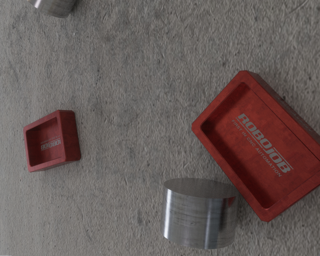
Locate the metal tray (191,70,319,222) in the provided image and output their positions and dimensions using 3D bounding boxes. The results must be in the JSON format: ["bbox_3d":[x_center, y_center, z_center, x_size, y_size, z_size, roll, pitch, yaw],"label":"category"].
[{"bbox_3d":[0.102,0.016,0.317,0.090,0.030,0.130,-50,61,28],"label":"metal tray"}]

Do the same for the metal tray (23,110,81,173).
[{"bbox_3d":[-0.201,0.027,0.567,0.130,0.030,0.090,-18,79,38],"label":"metal tray"}]

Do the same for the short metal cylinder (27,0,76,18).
[{"bbox_3d":[-0.180,-0.230,0.518,0.050,0.081,0.080,-50,61,28],"label":"short metal cylinder"}]

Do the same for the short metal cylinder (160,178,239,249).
[{"bbox_3d":[0.042,0.088,0.334,0.080,0.081,0.050,8,95,39],"label":"short metal cylinder"}]

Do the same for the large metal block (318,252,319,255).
[{"bbox_3d":[0.173,0.118,0.246,0.080,0.050,0.079,31,110,35],"label":"large metal block"}]
